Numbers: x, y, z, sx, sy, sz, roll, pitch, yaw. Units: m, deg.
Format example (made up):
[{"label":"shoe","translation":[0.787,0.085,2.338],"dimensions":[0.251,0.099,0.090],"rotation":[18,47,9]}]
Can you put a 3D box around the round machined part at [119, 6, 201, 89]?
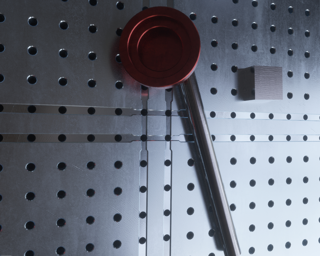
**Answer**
[{"label":"round machined part","translation":[0.001,-0.097,0.391],"dimensions":[0.099,0.042,0.097],"rotation":[0,90,5]}]

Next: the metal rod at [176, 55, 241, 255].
[{"label":"metal rod","translation":[0.067,0.040,0.437],"dimensions":[0.025,0.025,0.298],"rotation":[-17,96,-19]}]

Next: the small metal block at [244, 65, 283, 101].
[{"label":"small metal block","translation":[0.157,-0.067,0.470],"dimensions":[0.050,0.025,0.050],"rotation":[-2,91,-20]}]
